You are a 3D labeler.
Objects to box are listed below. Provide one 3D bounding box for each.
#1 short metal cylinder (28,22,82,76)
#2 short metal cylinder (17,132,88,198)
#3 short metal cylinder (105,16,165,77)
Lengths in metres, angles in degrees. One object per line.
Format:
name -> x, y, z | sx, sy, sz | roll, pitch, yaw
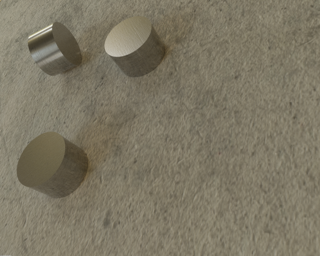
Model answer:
short metal cylinder -> -0.184, -0.139, 0.548 | 0.050, 0.080, 0.080 | -21, 54, 16
short metal cylinder -> -0.149, 0.052, 0.432 | 0.080, 0.050, 0.080 | -13, 56, 20
short metal cylinder -> -0.039, -0.127, 0.484 | 0.080, 0.050, 0.080 | -13, 56, 20
